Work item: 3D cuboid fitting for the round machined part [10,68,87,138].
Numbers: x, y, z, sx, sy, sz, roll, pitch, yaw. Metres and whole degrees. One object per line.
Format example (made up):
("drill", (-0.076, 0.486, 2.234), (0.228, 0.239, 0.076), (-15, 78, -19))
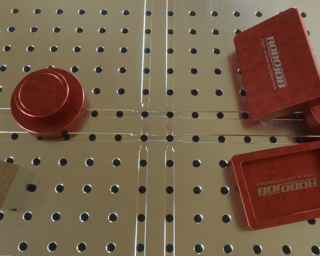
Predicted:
("round machined part", (-0.152, -0.039, 0.416), (0.099, 0.042, 0.098), (0, 70, 0))

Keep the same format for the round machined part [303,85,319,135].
("round machined part", (0.239, -0.026, 0.413), (0.099, 0.042, 0.098), (0, 70, 0))

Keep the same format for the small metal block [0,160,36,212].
("small metal block", (-0.179, 0.071, 0.371), (0.025, 0.050, 0.050), (14, 71, 5))

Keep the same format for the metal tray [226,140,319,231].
("metal tray", (0.159, 0.070, 0.384), (0.131, 0.030, 0.090), (-10, 70, -4))

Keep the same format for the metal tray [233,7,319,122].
("metal tray", (0.157, -0.083, 0.414), (0.090, 0.030, 0.130), (-21, 66, 33))
